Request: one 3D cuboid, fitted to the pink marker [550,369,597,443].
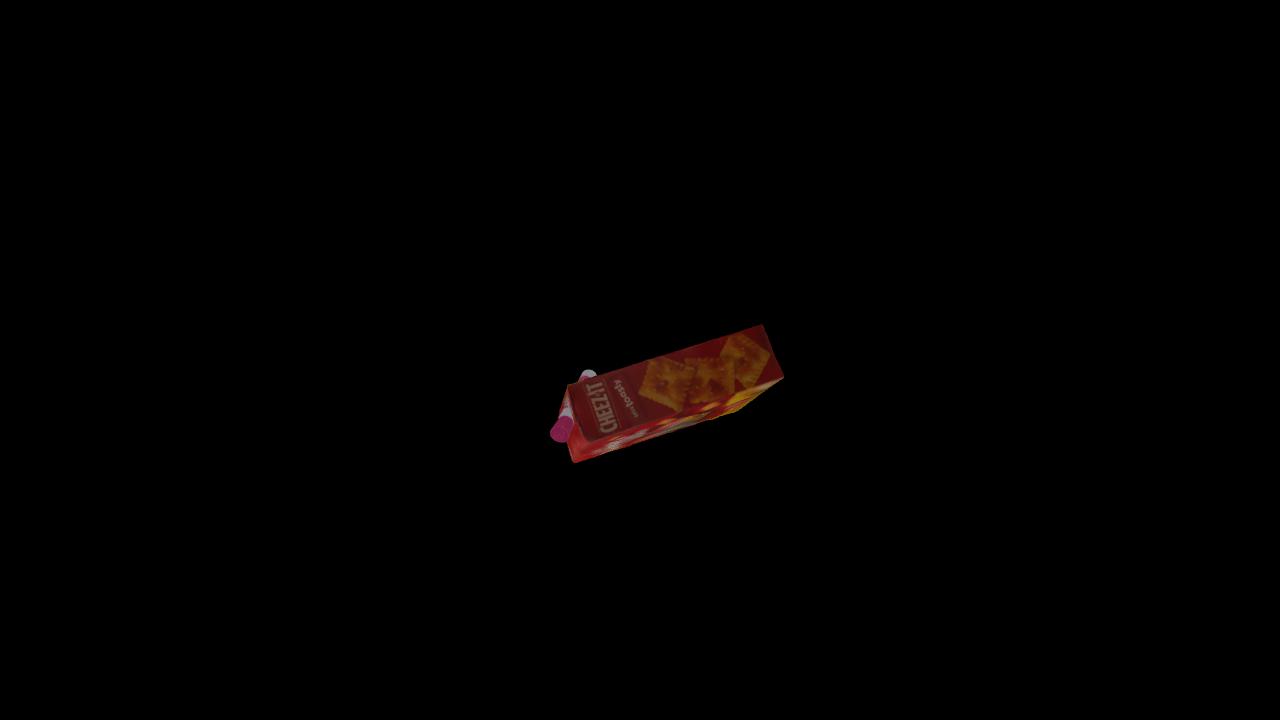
[{"bbox_3d":[-0.067,0.046,0.631,0.020,0.020,0.121,0,28,12],"label":"pink marker"}]

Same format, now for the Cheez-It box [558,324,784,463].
[{"bbox_3d":[0.025,0.044,0.689,0.223,0.071,0.166,-17,-13,-14],"label":"Cheez-It box"}]
